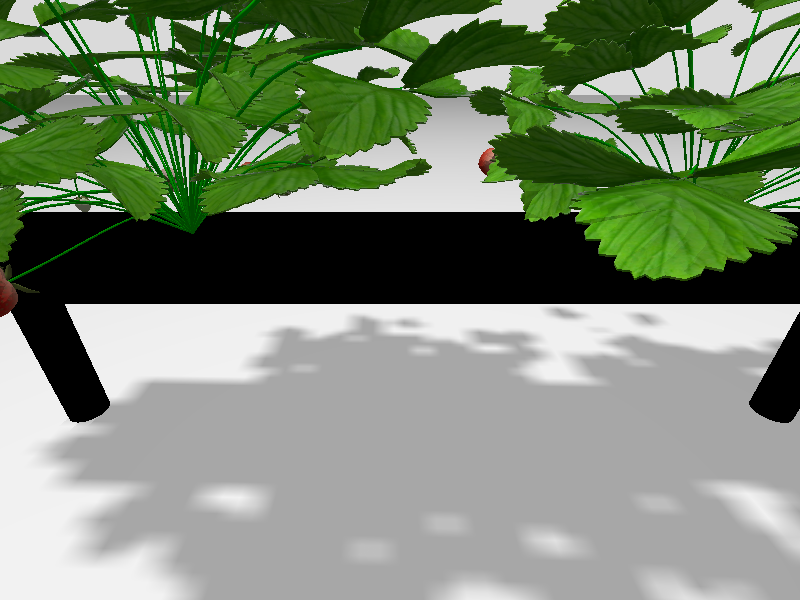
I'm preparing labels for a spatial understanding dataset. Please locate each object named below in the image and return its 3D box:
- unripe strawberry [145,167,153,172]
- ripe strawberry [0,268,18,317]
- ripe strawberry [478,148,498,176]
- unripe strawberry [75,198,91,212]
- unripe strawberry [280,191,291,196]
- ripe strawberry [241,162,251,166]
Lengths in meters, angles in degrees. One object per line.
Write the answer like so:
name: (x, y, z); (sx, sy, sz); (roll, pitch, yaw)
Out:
unripe strawberry: (-0.326, -0.167, 0.519); (0.011, 0.011, 0.010); (-20, 34, -31)
ripe strawberry: (-0.241, -0.004, 0.226); (0.030, 0.034, 0.033); (9, 31, 16)
ripe strawberry: (0.131, -0.199, 0.580); (0.037, 0.039, 0.041); (-14, 20, -23)
unripe strawberry: (-0.327, -0.098, 0.414); (0.012, 0.015, 0.015); (12, 31, 20)
unripe strawberry: (-0.140, -0.138, 0.484); (0.022, 0.023, 0.023); (10, 30, 17)
ripe strawberry: (-0.203, -0.173, 0.544); (0.027, 0.028, 0.029); (-2, 28, -3)
